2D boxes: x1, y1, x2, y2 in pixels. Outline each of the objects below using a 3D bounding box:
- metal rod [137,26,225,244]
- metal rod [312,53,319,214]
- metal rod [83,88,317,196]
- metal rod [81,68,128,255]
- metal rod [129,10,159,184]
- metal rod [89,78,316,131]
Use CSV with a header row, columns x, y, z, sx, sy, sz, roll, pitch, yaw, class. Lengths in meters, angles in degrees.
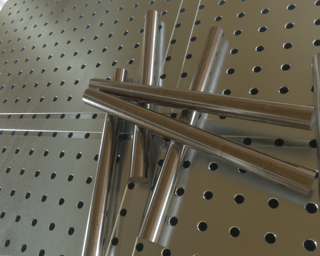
x,y,z,sx,sy,sz,roll,pitch,yaw,class
0.034,-0.008,0.395,0.025,0.025,0.300,6,65,31,metal rod
0.163,0.051,0.291,0.025,0.025,0.300,-3,60,27,metal rod
0.021,0.003,0.363,0.300,0.025,0.025,22,74,30,metal rod
-0.072,0.042,0.421,0.025,0.025,0.300,-10,57,23,metal rod
-0.020,-0.065,0.459,0.025,0.025,0.300,-11,57,22,metal rod
0.026,-0.036,0.383,0.300,0.025,0.025,12,68,33,metal rod
